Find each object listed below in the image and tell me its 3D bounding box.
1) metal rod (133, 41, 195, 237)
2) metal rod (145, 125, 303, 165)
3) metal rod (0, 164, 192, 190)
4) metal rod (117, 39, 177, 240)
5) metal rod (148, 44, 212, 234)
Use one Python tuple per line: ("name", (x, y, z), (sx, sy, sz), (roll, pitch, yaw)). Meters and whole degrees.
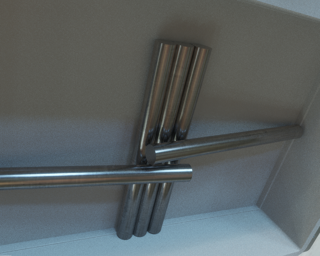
("metal rod", (-0.002, 0.032, 0.427), (0.025, 0.025, 0.298), (-2, 119, -28))
("metal rod", (0.114, 0.019, 0.461), (0.303, 0.025, 0.025), (-6, 121, -33))
("metal rod", (-0.101, 0.058, 0.368), (0.303, 0.025, 0.025), (2, 118, -23))
("metal rod", (-0.024, 0.033, 0.416), (0.025, 0.025, 0.298), (-2, 119, -28))
("metal rod", (0.020, 0.032, 0.440), (0.025, 0.025, 0.298), (-2, 119, -28))
